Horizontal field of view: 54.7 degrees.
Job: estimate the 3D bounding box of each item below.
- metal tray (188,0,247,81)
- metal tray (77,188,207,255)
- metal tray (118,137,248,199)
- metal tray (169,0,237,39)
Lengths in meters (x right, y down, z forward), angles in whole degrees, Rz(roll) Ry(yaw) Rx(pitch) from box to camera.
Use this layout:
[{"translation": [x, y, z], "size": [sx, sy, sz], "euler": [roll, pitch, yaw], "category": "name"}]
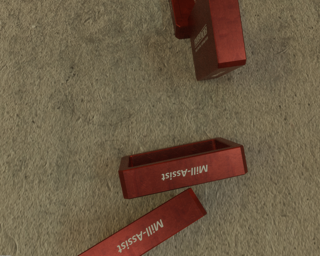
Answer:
[{"translation": [0.064, -0.111, 0.380], "size": [0.030, 0.130, 0.089], "euler": [-9, 93, -3], "category": "metal tray"}, {"translation": [-0.018, 0.116, 0.331], "size": [0.131, 0.090, 0.030], "euler": [-29, 73, -10], "category": "metal tray"}, {"translation": [0.021, 0.042, 0.356], "size": [0.131, 0.090, 0.030], "euler": [-11, 95, -4], "category": "metal tray"}, {"translation": [0.060, -0.204, 0.480], "size": [0.091, 0.030, 0.130], "euler": [-7, 70, -3], "category": "metal tray"}]
